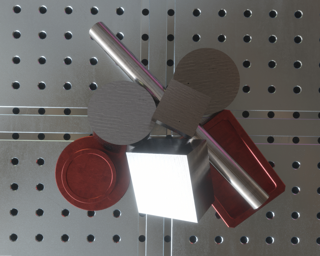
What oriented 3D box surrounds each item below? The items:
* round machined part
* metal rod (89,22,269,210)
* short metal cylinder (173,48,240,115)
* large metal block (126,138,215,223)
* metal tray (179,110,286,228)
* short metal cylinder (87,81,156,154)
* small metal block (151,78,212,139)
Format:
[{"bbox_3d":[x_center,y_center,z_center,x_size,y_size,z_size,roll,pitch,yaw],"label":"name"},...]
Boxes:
[{"bbox_3d":[-0.087,0.059,0.400,0.099,0.042,0.097,0,90,0],"label":"round machined part"},{"bbox_3d":[0.017,-0.022,0.385,0.025,0.025,0.300,-43,81,0],"label":"metal rod"},{"bbox_3d":[0.056,-0.057,0.398,0.081,0.050,0.079,0,90,0],"label":"short metal cylinder"},{"bbox_3d":[0.014,0.059,0.371,0.080,0.050,0.079,-1,107,33],"label":"large metal block"},{"bbox_3d":[0.088,0.052,0.408,0.090,0.030,0.130,-36,90,0],"label":"metal tray"},{"bbox_3d":[-0.047,-0.012,0.386,0.081,0.050,0.080,2,73,-8],"label":"short metal cylinder"},{"bbox_3d":[0.024,-0.021,0.357,0.050,0.025,0.050,26,82,0],"label":"small metal block"}]
